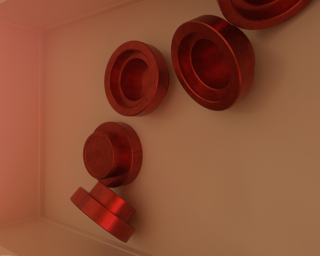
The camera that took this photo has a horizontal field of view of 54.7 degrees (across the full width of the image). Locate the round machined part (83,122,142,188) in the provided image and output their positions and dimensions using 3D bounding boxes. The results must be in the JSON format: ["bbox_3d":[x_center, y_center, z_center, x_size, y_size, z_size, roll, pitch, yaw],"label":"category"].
[{"bbox_3d":[-0.076,0.039,0.456,0.098,0.042,0.097,0,90,39],"label":"round machined part"}]

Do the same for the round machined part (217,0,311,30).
[{"bbox_3d":[0.096,-0.143,0.283,0.098,0.099,0.042,-38,48,33],"label":"round machined part"}]

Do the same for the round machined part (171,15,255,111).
[{"bbox_3d":[0.059,-0.070,0.326,0.098,0.042,0.097,41,149,32],"label":"round machined part"}]

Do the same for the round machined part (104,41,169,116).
[{"bbox_3d":[-0.027,-0.064,0.416,0.098,0.042,0.097,0,90,39],"label":"round machined part"}]

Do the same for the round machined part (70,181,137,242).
[{"bbox_3d":[-0.072,0.110,0.429,0.098,0.098,0.042,27,71,36],"label":"round machined part"}]
